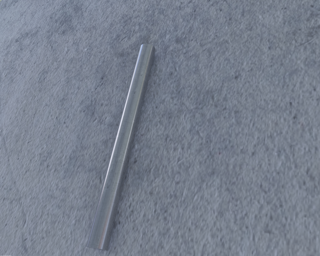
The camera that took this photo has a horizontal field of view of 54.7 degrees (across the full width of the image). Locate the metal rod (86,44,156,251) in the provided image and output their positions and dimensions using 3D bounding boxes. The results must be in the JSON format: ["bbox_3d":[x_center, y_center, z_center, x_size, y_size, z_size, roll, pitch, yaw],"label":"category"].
[{"bbox_3d":[-0.046,0.007,0.421,0.025,0.025,0.299,-3,60,26],"label":"metal rod"}]
